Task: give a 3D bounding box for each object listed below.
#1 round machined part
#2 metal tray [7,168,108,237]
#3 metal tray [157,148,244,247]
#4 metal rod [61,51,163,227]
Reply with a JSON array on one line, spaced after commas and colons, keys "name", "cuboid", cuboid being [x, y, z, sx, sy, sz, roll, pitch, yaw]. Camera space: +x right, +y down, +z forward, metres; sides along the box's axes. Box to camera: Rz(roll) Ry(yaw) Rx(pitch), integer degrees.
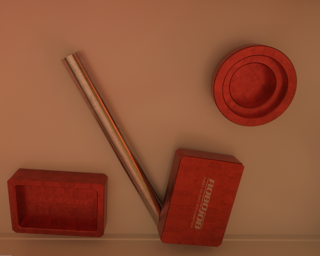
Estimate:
[{"name": "round machined part", "cuboid": [0.112, -0.054, 0.384, 0.099, 0.042, 0.097, 0, 110, -1]}, {"name": "metal tray", "cuboid": [-0.144, 0.109, 0.446, 0.131, 0.030, 0.089, 4, 110, -2]}, {"name": "metal tray", "cuboid": [0.054, 0.098, 0.431, 0.091, 0.030, 0.129, 9, 103, -13]}, {"name": "metal rod", "cuboid": [-0.046, 0.038, 0.424, 0.025, 0.025, 0.299, -24, 109, 8]}]
